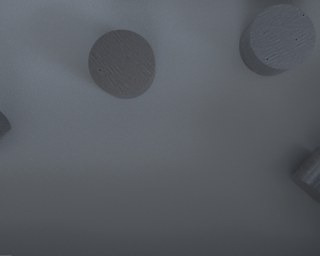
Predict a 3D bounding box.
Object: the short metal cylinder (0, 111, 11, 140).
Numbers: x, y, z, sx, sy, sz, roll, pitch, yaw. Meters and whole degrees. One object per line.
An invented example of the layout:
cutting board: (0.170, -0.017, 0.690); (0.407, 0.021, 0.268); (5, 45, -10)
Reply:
short metal cylinder: (-0.236, -0.006, 0.381); (0.080, 0.080, 0.050); (45, 90, -1)

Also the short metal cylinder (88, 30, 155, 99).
short metal cylinder: (-0.046, -0.079, 0.398); (0.081, 0.050, 0.079); (0, 90, -1)

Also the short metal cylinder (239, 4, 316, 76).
short metal cylinder: (0.149, -0.111, 0.401); (0.081, 0.050, 0.079); (0, 90, -1)

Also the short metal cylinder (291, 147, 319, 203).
short metal cylinder: (0.215, 0.068, 0.387); (0.080, 0.080, 0.050); (41, 90, -1)
